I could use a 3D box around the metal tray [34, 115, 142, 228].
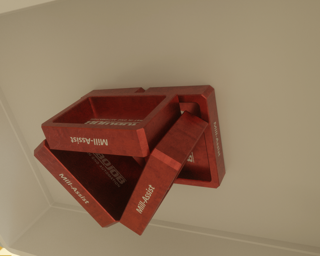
[{"bbox_3d":[-0.082,0.050,0.399,0.130,0.090,0.030,49,129,-7],"label":"metal tray"}]

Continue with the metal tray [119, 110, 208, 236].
[{"bbox_3d":[0.003,0.052,0.355,0.030,0.090,0.129,31,129,8],"label":"metal tray"}]

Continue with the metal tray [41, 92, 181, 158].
[{"bbox_3d":[-0.053,-0.008,0.347,0.130,0.090,0.030,2,120,27],"label":"metal tray"}]

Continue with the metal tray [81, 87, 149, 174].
[{"bbox_3d":[-0.052,0.010,0.439,0.090,0.030,0.129,1,118,28],"label":"metal tray"}]

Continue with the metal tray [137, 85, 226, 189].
[{"bbox_3d":[0.029,0.012,0.396,0.090,0.030,0.129,1,118,28],"label":"metal tray"}]
